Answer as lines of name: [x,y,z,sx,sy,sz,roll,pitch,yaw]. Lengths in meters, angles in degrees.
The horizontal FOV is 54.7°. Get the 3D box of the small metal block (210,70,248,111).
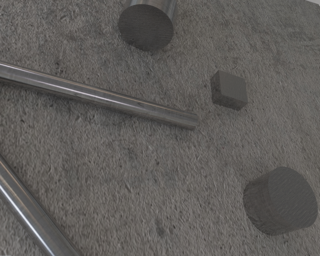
small metal block: [0.111,-0.061,0.501,0.050,0.025,0.050,15,56,-20]

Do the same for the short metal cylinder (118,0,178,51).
short metal cylinder: [-0.016,-0.162,0.458,0.080,0.080,0.050,22,54,-16]

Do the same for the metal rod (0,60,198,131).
metal rod: [-0.091,-0.042,0.379,0.302,0.025,0.025,14,56,-21]

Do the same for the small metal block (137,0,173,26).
small metal block: [-0.007,-0.209,0.527,0.050,0.025,0.050,20,54,-16]

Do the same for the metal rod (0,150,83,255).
metal rod: [-0.139,0.059,0.292,0.300,0.025,0.025,49,51,6]

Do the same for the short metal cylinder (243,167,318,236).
short metal cylinder: [0.160,0.098,0.414,0.081,0.050,0.080,14,56,-21]
